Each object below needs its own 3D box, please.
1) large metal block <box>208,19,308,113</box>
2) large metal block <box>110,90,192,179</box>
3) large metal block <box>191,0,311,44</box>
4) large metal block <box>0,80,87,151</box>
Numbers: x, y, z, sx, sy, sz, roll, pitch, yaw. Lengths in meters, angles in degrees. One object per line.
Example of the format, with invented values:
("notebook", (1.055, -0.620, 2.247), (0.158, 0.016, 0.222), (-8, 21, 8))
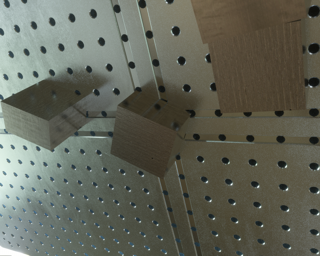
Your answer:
("large metal block", (0.099, -0.063, 0.304), (0.080, 0.050, 0.080), (-1, 118, 29))
("large metal block", (-0.013, 0.008, 0.407), (0.080, 0.050, 0.079), (24, 127, 13))
("large metal block", (0.079, -0.115, 0.263), (0.080, 0.080, 0.050), (-7, 115, 31))
("large metal block", (-0.165, -0.021, 0.450), (0.080, 0.080, 0.050), (21, 126, 16))
